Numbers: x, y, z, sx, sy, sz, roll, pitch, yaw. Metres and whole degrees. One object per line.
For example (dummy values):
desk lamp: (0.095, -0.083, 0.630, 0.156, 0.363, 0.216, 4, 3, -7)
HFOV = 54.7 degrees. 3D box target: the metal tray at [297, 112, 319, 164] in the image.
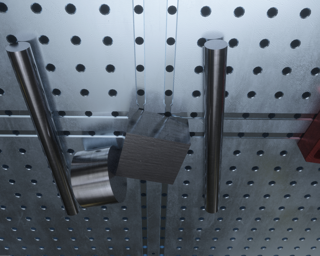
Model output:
metal tray: (0.272, 0.013, 0.423, 0.131, 0.030, 0.089, 8, 130, -8)

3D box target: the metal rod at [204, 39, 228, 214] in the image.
metal rod: (0.074, 0.022, 0.431, 0.025, 0.025, 0.298, -4, 130, 3)

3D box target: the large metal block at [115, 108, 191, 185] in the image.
large metal block: (-0.011, 0.026, 0.417, 0.081, 0.050, 0.079, 11, 129, -10)

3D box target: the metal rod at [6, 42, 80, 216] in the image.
metal rod: (-0.151, 0.026, 0.431, 0.025, 0.025, 0.298, -1, 130, 0)

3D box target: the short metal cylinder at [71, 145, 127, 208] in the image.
short metal cylinder: (-0.083, 0.068, 0.432, 0.050, 0.080, 0.080, -11, 130, 8)
